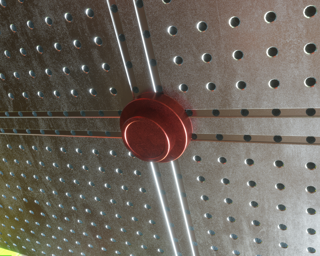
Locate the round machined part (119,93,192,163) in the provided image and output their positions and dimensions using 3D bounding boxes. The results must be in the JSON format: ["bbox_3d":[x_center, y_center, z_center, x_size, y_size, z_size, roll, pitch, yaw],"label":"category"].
[{"bbox_3d":[-0.011,0.006,0.408,0.098,0.042,0.097,13,124,20],"label":"round machined part"}]
